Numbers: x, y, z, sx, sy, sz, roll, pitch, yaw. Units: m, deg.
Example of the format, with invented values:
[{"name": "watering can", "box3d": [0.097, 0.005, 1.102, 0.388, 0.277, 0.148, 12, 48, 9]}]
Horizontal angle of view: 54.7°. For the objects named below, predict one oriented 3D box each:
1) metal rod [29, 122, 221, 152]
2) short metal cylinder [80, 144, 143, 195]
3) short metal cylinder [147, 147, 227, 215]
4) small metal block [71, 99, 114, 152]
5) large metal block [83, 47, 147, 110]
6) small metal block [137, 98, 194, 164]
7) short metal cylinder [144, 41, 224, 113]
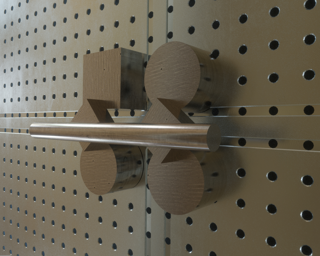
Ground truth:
[{"name": "metal rod", "box3d": [-0.068, 0.006, 0.367, 0.300, 0.025, 0.025, 1, 91, 40]}, {"name": "short metal cylinder", "box3d": [-0.071, 0.053, 0.451, 0.080, 0.050, 0.080, 0, 90, 40]}, {"name": "short metal cylinder", "box3d": [0.032, 0.057, 0.367, 0.080, 0.050, 0.080, 0, 90, 40]}, {"name": "small metal block", "box3d": [-0.091, -0.004, 0.420, 0.050, 0.025, 0.050, -47, 62, 29]}, {"name": "large metal block", "box3d": [-0.066, -0.066, 0.447, 0.080, 0.050, 0.079, 2, 91, 40]}, {"name": "small metal block", "box3d": [0.007, 0.003, 0.339, 0.050, 0.025, 0.050, 48, 118, 29]}, {"name": "short metal cylinder", "box3d": [0.028, -0.058, 0.370, 0.080, 0.050, 0.080, 0, 90, 40]}]
